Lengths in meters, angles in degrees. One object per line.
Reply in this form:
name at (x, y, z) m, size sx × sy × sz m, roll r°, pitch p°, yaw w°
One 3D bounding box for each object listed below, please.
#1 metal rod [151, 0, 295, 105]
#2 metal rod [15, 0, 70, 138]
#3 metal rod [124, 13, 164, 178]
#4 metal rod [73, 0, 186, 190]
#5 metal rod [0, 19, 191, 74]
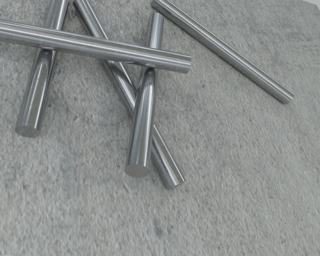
metal rod at (0.114, -0.138, 0.552) m, size 0.301 × 0.025 × 0.025 m, roll 35°, pitch 51°, yaw -6°
metal rod at (-0.141, -0.124, 0.404) m, size 0.025 × 0.025 × 0.299 m, roll 13°, pitch 56°, yaw -21°
metal rod at (-0.015, -0.068, 0.412) m, size 0.025 × 0.025 × 0.300 m, roll 20°, pitch 46°, yaw -17°
metal rod at (-0.048, -0.057, 0.414) m, size 0.025 × 0.025 × 0.299 m, roll -17°, pitch 71°, yaw -35°
metal rod at (-0.108, -0.102, 0.370) m, size 0.302 × 0.025 × 0.025 m, roll 7°, pitch 58°, yaw -15°
